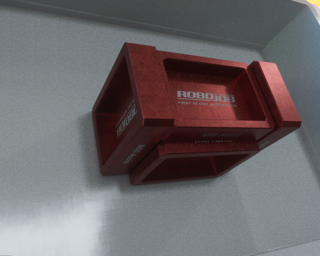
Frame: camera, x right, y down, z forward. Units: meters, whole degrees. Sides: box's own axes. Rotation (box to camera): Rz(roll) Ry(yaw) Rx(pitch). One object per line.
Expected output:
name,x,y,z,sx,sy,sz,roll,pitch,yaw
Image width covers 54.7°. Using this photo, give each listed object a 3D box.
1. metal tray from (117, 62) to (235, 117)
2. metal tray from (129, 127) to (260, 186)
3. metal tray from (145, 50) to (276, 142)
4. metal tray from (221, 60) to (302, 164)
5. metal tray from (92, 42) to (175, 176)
metal tray,0.018,-0.046,0.398,0.131,0.090,0.030,0,63,-28
metal tray,0.037,0.033,0.360,0.131,0.090,0.030,0,61,-28
metal tray,0.053,-0.032,0.332,0.131,0.030,0.090,1,61,-28
metal tray,0.108,-0.013,0.401,0.030,0.129,0.090,1,62,-28
metal tray,-0.036,-0.013,0.325,0.030,0.129,0.090,1,62,-28
